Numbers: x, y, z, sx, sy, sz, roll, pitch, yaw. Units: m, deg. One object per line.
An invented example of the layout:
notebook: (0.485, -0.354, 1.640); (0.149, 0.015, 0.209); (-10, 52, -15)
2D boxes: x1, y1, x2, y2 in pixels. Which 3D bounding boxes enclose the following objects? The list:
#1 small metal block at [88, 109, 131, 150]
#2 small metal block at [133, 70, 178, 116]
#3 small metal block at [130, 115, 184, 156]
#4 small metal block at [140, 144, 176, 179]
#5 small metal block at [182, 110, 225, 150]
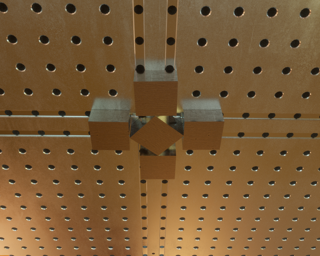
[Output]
small metal block: (-0.065, 0.003, 0.413); (0.050, 0.025, 0.050); (1, 130, -2)
small metal block: (-0.005, -0.042, 0.376); (0.050, 0.025, 0.050); (-1, 130, 0)
small metal block: (-0.004, 0.004, 0.414); (0.050, 0.025, 0.050); (35, 122, -26)
small metal block: (-0.003, 0.049, 0.453); (0.050, 0.025, 0.050); (0, 130, -1)
small metal block: (0.056, 0.003, 0.415); (0.050, 0.025, 0.050); (0, 130, 0)
